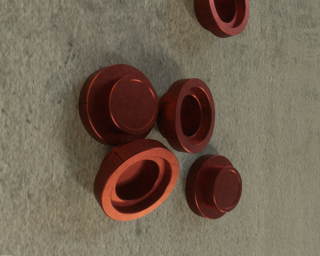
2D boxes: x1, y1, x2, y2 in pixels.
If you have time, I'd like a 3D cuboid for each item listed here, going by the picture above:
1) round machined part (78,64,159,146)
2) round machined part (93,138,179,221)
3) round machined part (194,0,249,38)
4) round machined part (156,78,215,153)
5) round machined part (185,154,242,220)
[{"bbox_3d":[-0.040,-0.026,0.362,0.099,0.042,0.097,0,90,-40],"label":"round machined part"},{"bbox_3d":[-0.030,0.054,0.354,0.099,0.042,0.097,-20,129,-27],"label":"round machined part"},{"bbox_3d":[0.090,-0.186,0.471,0.099,0.042,0.097,0,90,-40],"label":"round machined part"},{"bbox_3d":[0.032,-0.017,0.414,0.099,0.042,0.097,-4,95,-51],"label":"round machined part"},{"bbox_3d":[0.088,0.090,0.470,0.099,0.042,0.097,0,90,-40],"label":"round machined part"}]
